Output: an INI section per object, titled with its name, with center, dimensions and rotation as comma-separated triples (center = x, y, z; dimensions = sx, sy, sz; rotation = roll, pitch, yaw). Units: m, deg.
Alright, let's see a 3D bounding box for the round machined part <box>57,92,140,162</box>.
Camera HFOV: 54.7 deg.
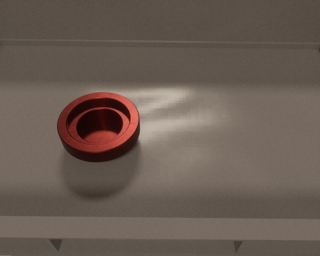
[round machined part]
center = -0.074, 0.003, 0.390
dimensions = 0.099, 0.042, 0.098
rotation = 0, 50, 0
